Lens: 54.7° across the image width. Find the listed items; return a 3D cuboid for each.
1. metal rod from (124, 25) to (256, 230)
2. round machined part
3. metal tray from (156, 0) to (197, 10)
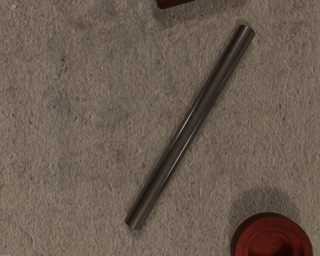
[{"bbox_3d":[0.040,-0.001,0.410,0.025,0.025,0.299,31,90,-1],"label":"metal rod"},{"bbox_3d":[0.141,0.158,0.404,0.099,0.042,0.097,0,90,-1],"label":"round machined part"},{"bbox_3d":[0.049,-0.220,0.407,0.131,0.030,0.090,-16,90,-1],"label":"metal tray"}]
